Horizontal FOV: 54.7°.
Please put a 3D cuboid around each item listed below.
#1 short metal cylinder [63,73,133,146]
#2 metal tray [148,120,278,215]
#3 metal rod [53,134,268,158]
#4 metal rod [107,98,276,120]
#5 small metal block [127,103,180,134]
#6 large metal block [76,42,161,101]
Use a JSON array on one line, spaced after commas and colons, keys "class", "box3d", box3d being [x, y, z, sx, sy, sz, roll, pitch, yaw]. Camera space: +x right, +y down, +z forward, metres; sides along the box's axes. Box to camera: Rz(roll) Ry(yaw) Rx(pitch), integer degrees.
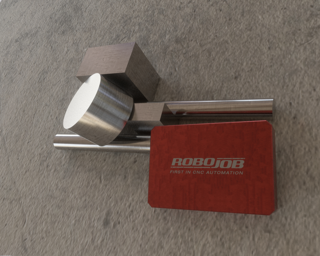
[{"class": "short metal cylinder", "box3d": [-0.080, -0.023, 0.398, 0.080, 0.050, 0.080, -35, 37, 33]}, {"class": "metal tray", "box3d": [0.053, 0.042, 0.330, 0.130, 0.030, 0.090, -3, 78, 25]}, {"class": "metal rod", "box3d": [-0.019, 0.021, 0.402, 0.300, 0.025, 0.025, 0, 62, 27]}, {"class": "metal rod", "box3d": [-0.003, -0.024, 0.421, 0.300, 0.025, 0.025, 1, 62, 28]}, {"class": "small metal block", "box3d": [-0.009, -0.008, 0.397, 0.050, 0.050, 0.025, 1, 62, 28]}, {"class": "large metal block", "box3d": [-0.057, -0.073, 0.443, 0.080, 0.080, 0.050, 1, 62, 28]}]
